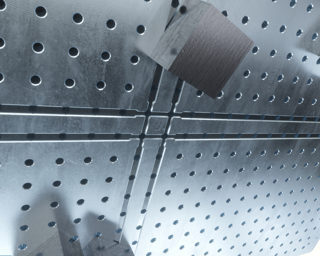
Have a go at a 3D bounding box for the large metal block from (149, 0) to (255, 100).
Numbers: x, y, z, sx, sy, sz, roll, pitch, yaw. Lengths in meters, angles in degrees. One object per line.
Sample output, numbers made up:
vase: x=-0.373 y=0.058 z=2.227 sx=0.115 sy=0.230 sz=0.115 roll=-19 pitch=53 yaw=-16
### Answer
large metal block: x=0.049 y=-0.092 z=0.364 sx=0.080 sy=0.050 sz=0.080 roll=25 pitch=105 yaw=-37

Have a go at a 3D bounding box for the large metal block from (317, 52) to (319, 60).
large metal block: x=0.311 y=-0.116 z=0.492 sx=0.080 sy=0.050 sz=0.080 roll=33 pitch=100 yaw=-38

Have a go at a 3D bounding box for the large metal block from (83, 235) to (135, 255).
large metal block: x=-0.090 y=0.225 z=0.484 sx=0.080 sy=0.050 sz=0.080 roll=-47 pitch=129 yaw=5

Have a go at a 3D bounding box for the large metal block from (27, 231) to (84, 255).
large metal block: x=-0.147 y=0.204 z=0.421 sx=0.080 sy=0.080 sz=0.050 roll=-39 pitch=129 yaw=-2
